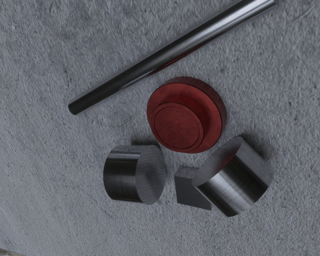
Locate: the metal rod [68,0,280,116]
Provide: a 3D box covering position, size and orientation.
[{"bbox_3d":[-0.011,-0.075,0.365,0.299,0.025,0.025,-22,107,36],"label":"metal rod"}]

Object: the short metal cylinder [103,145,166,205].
[{"bbox_3d":[-0.033,0.063,0.428,0.050,0.080,0.080,-2,118,29],"label":"short metal cylinder"}]

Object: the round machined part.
[{"bbox_3d":[0.027,-0.009,0.376,0.098,0.042,0.097,13,124,21],"label":"round machined part"}]

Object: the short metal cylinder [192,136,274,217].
[{"bbox_3d":[0.084,0.056,0.362,0.050,0.080,0.080,45,129,-3],"label":"short metal cylinder"}]

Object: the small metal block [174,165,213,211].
[{"bbox_3d":[0.050,0.083,0.432,0.050,0.025,0.050,7,122,24],"label":"small metal block"}]
